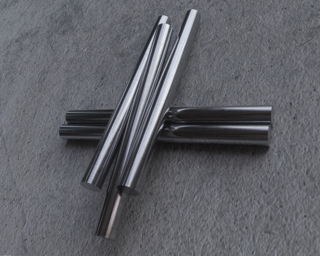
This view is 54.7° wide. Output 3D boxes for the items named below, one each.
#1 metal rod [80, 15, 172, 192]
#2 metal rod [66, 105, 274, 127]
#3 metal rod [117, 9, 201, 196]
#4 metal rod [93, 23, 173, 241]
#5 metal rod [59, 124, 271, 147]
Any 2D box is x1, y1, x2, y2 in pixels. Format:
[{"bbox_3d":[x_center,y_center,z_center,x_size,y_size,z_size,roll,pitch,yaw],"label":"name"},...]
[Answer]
[{"bbox_3d":[-0.036,-0.054,0.429,0.025,0.025,0.300,1,54,28],"label":"metal rod"},{"bbox_3d":[-0.006,-0.015,0.418,0.300,0.025,0.025,0,62,28],"label":"metal rod"},{"bbox_3d":[0.009,-0.054,0.405,0.025,0.025,0.300,1,54,28],"label":"metal rod"},{"bbox_3d":[-0.026,-0.014,0.393,0.025,0.025,0.300,0,61,28],"label":"metal rod"},{"bbox_3d":[-0.013,0.007,0.408,0.300,0.025,0.025,0,62,28],"label":"metal rod"}]
